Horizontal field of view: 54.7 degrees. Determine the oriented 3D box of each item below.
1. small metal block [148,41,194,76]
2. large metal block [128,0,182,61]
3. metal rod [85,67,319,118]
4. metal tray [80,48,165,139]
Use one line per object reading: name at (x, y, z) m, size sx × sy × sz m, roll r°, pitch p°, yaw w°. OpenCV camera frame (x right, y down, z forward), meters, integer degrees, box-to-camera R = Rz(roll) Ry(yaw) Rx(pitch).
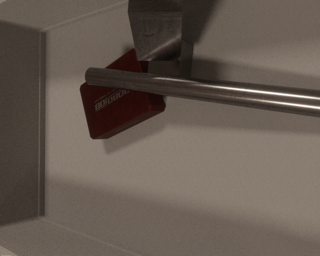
small metal block at (0.013, -0.083, 0.395) m, size 0.050 × 0.025 × 0.050 m, roll 9°, pitch 96°, yaw 39°
large metal block at (-0.002, -0.130, 0.337) m, size 0.050 × 0.080 × 0.080 m, roll 1°, pitch 69°, yaw 3°
metal rod at (0.033, -0.045, 0.351) m, size 0.300 × 0.025 × 0.025 m, roll 12°, pitch 98°, yaw 30°
metal tray at (-0.059, -0.045, 0.450) m, size 0.130 × 0.030 × 0.090 m, roll -24°, pitch 75°, yaw 37°
